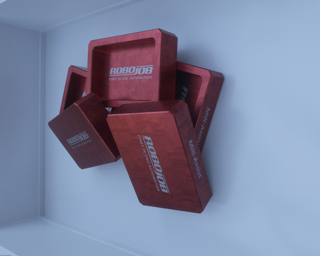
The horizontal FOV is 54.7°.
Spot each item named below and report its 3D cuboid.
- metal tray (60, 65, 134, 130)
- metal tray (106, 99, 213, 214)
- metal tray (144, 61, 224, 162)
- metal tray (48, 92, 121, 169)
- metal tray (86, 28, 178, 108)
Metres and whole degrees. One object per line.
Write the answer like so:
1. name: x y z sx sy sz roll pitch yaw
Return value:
1. metal tray: -0.101 -0.039 0.480 0.130 0.030 0.089 25 106 37
2. metal tray: 0.001 0.034 0.357 0.090 0.030 0.129 -2 118 34
3. metal tray: 0.017 -0.016 0.385 0.090 0.030 0.129 24 105 37
4. metal tray: -0.104 0.010 0.441 0.130 0.030 0.090 -19 108 54
5. metal tray: -0.040 -0.070 0.393 0.130 0.030 0.089 5 93 39
